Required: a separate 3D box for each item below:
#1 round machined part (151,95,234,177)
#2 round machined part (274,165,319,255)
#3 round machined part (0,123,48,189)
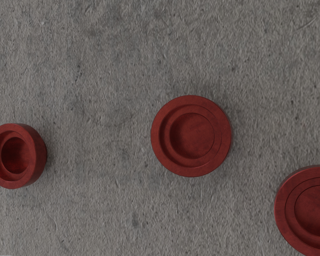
[{"bbox_3d":[0.042,0.009,0.385,0.098,0.042,0.097,0,90,20],"label":"round machined part"},{"bbox_3d":[0.177,0.088,0.337,0.098,0.042,0.097,0,90,20],"label":"round machined part"},{"bbox_3d":[-0.214,0.041,0.476,0.098,0.042,0.097,0,90,20],"label":"round machined part"}]
